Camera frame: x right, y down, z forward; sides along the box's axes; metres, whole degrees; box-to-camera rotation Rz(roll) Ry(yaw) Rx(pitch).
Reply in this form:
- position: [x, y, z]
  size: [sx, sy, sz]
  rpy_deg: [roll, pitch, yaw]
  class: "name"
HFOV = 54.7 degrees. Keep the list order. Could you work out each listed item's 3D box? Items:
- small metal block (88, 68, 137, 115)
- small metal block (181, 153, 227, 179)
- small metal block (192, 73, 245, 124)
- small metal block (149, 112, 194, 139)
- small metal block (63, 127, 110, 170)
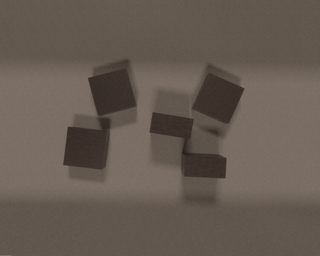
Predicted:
- position: [-0.062, -0.047, 0.411]
  size: [0.050, 0.025, 0.050]
  rpy_deg: [-15, 90, -1]
  class: "small metal block"
- position: [0.055, 0.047, 0.400]
  size: [0.050, 0.050, 0.025]
  rpy_deg: [3, 90, -1]
  class: "small metal block"
- position: [0.076, -0.039, 0.412]
  size: [0.050, 0.025, 0.050]
  rpy_deg: [24, 90, -1]
  class: "small metal block"
- position: [0.014, -0.003, 0.399]
  size: [0.050, 0.050, 0.025]
  rpy_deg: [9, 90, -1]
  class: "small metal block"
- position: [-0.096, 0.026, 0.410]
  size: [0.050, 0.025, 0.050]
  rpy_deg: [7, 90, -1]
  class: "small metal block"
